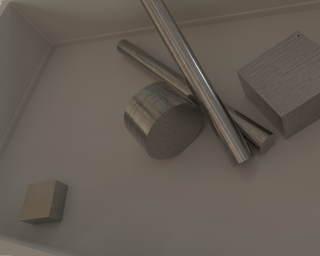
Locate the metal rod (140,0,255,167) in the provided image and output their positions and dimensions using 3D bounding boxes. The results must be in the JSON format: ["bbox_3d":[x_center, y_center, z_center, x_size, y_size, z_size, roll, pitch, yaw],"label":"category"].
[{"bbox_3d":[0.024,-0.092,0.371,0.025,0.025,0.299,-30,75,9],"label":"metal rod"}]

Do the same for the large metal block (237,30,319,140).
[{"bbox_3d":[0.146,-0.048,0.342,0.080,0.050,0.080,-34,52,5],"label":"large metal block"}]

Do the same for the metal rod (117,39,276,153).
[{"bbox_3d":[0.027,-0.060,0.426,0.025,0.025,0.300,-46,52,-4],"label":"metal rod"}]

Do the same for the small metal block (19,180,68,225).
[{"bbox_3d":[-0.158,0.102,0.424,0.050,0.025,0.050,-12,57,21],"label":"small metal block"}]

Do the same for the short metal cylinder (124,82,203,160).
[{"bbox_3d":[0.004,-0.009,0.372,0.080,0.080,0.050,-43,51,-2],"label":"short metal cylinder"}]
